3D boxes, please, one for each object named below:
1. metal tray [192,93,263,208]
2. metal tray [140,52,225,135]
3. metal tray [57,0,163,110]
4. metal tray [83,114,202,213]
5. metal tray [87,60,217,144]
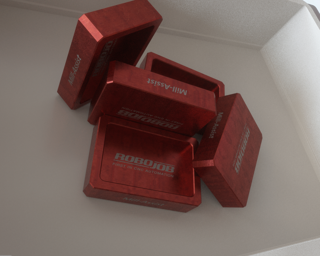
[{"bbox_3d":[0.095,0.027,0.411,0.090,0.030,0.130,53,46,-28],"label":"metal tray"},{"bbox_3d":[0.031,-0.047,0.447,0.131,0.030,0.090,19,54,-17],"label":"metal tray"},{"bbox_3d":[-0.060,-0.080,0.353,0.091,0.129,0.030,-34,82,-38],"label":"metal tray"},{"bbox_3d":[-0.016,0.043,0.365,0.131,0.030,0.090,15,56,-20],"label":"metal tray"},{"bbox_3d":[-0.011,-0.024,0.370,0.131,0.090,0.030,15,56,-21],"label":"metal tray"}]
